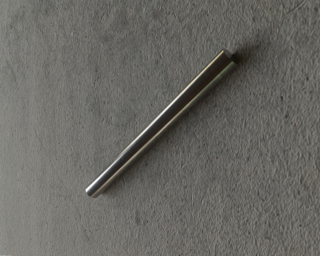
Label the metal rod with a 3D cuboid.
[{"bbox_3d":[-0.014,0.011,0.417,0.299,0.025,0.025,-44,64,30],"label":"metal rod"}]
